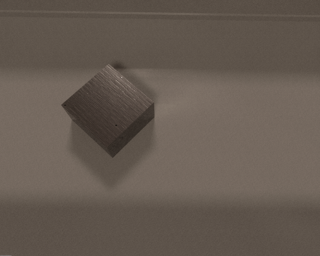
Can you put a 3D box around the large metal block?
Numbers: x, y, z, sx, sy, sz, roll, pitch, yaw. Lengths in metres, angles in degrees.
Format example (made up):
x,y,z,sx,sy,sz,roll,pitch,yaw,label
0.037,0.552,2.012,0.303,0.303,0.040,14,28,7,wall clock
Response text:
x,y,z,sx,sy,sz,roll,pitch,yaw,label
-0.064,-0.022,0.404,0.080,0.050,0.080,41,75,13,large metal block
